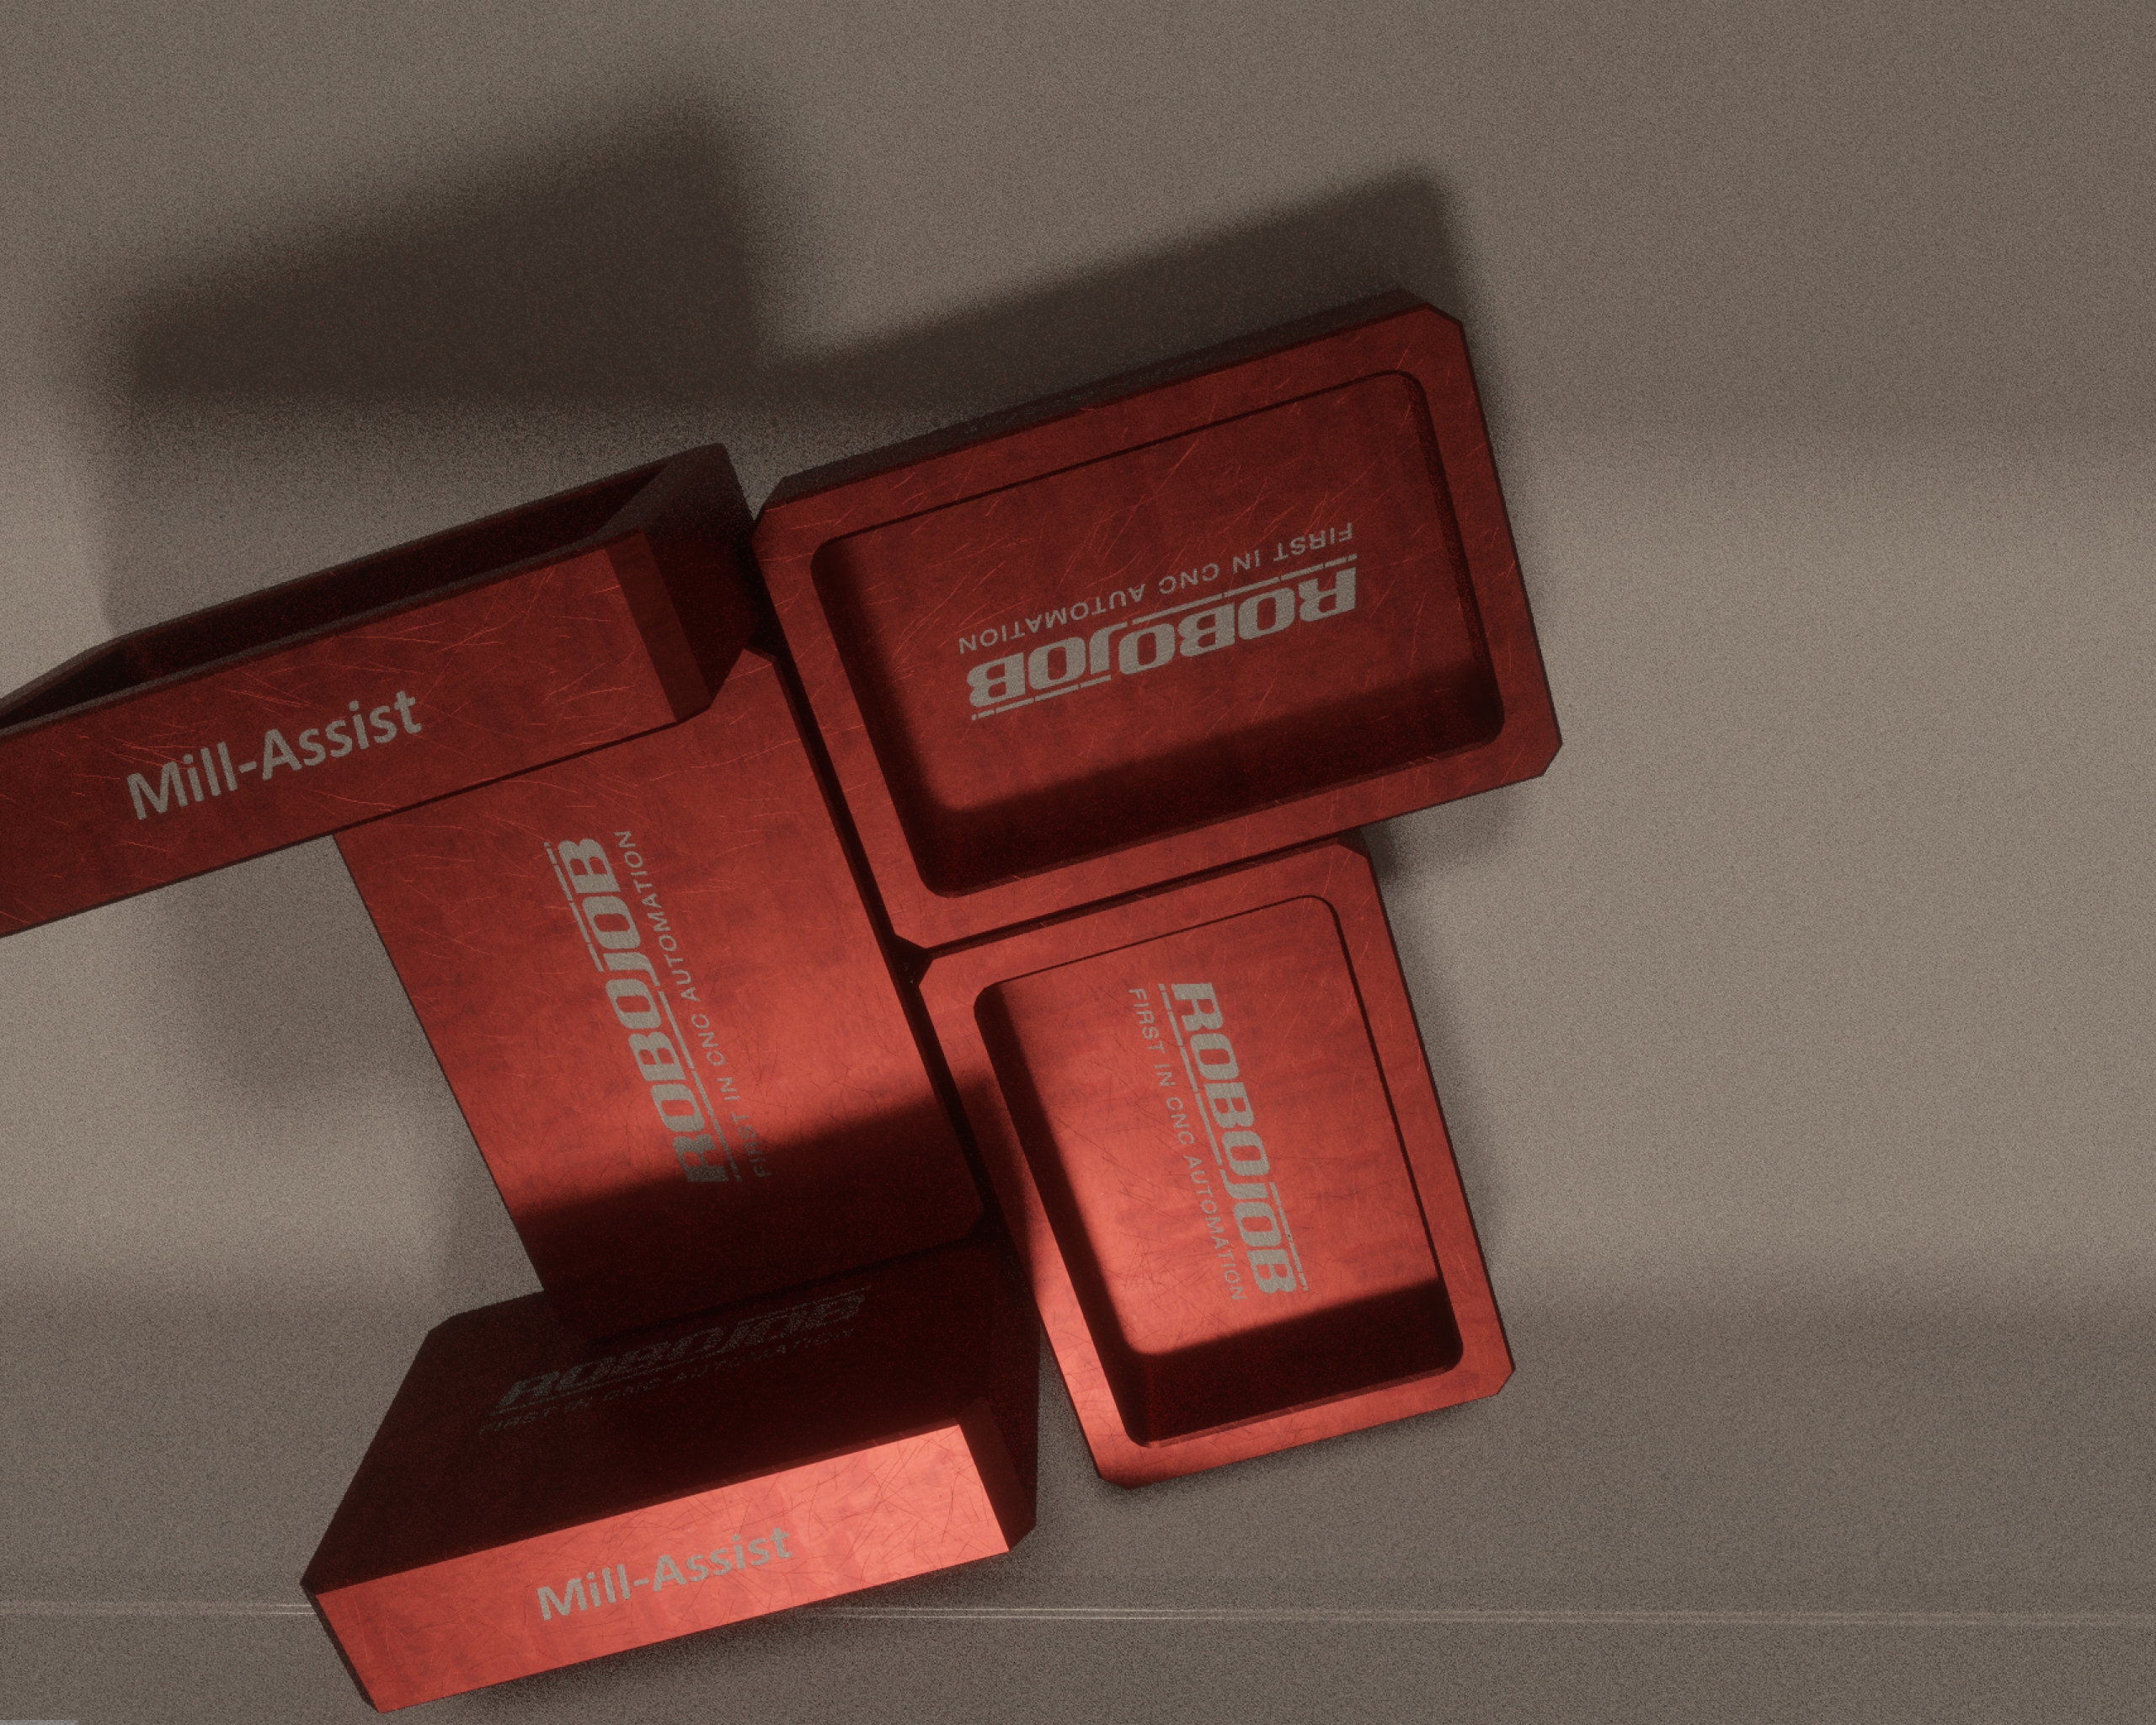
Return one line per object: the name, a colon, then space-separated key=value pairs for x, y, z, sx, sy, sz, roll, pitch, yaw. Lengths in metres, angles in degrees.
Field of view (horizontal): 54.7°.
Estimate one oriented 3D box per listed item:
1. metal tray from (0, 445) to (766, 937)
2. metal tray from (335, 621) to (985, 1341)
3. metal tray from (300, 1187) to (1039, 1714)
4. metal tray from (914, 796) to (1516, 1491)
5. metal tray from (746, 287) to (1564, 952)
metal tray: x=-0.123 y=-0.032 z=0.359 sx=0.131 sy=0.090 sz=0.030 roll=-17 pitch=109 yaw=5
metal tray: x=-0.080 y=0.024 z=0.413 sx=0.090 sy=0.030 sz=0.129 roll=-16 pitch=110 yaw=5
metal tray: x=-0.074 y=0.111 z=0.413 sx=0.131 sy=0.090 sz=0.030 roll=-16 pitch=110 yaw=5
metal tray: x=0.030 y=0.059 z=0.429 sx=0.090 sy=0.030 sz=0.129 roll=-16 pitch=110 yaw=5
metal tray: x=0.015 y=-0.044 z=0.391 sx=0.131 sy=0.030 sz=0.089 roll=-16 pitch=110 yaw=5
